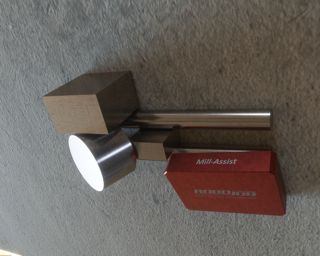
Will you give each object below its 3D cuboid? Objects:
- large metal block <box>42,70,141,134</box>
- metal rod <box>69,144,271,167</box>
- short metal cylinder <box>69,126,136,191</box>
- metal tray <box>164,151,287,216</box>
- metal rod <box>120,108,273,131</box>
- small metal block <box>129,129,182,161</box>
[{"bbox_3d":[-0.083,-0.034,0.394,0.080,0.080,0.050,1,119,27],"label":"large metal block"},{"bbox_3d":[-0.005,0.033,0.430,0.300,0.025,0.025,0,119,27],"label":"metal rod"},{"bbox_3d":[-0.076,0.035,0.406,0.080,0.050,0.079,34,139,36],"label":"short metal cylinder"},{"bbox_3d":[0.082,0.070,0.386,0.130,0.030,0.090,-4,134,28],"label":"metal tray"},{"bbox_3d":[-0.012,-0.011,0.407,0.301,0.025,0.025,1,119,27],"label":"metal rod"},{"bbox_3d":[-0.006,0.017,0.404,0.050,0.050,0.025,1,119,27],"label":"small metal block"}]
